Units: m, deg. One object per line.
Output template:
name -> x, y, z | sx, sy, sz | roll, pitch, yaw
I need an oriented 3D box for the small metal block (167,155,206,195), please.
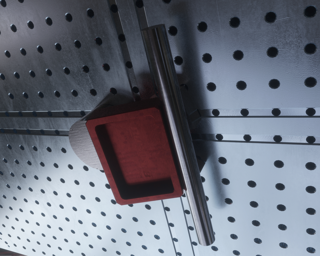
small metal block -> 0.027, 0.057, 0.430 | 0.050, 0.025, 0.050 | 34, 129, 5

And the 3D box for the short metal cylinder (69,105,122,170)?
short metal cylinder -> -0.082, 0.013, 0.443 | 0.080, 0.050, 0.079 | 13, 124, 20

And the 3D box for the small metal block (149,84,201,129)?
small metal block -> 0.016, -0.021, 0.389 | 0.050, 0.025, 0.050 | -16, 110, 34

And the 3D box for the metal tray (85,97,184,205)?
metal tray -> -0.027, 0.033, 0.390 | 0.090, 0.030, 0.129 | -11, 115, 11

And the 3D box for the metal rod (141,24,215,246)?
metal rod -> 0.029, 0.027, 0.379 | 0.025, 0.025, 0.298 | -1, 118, 28
